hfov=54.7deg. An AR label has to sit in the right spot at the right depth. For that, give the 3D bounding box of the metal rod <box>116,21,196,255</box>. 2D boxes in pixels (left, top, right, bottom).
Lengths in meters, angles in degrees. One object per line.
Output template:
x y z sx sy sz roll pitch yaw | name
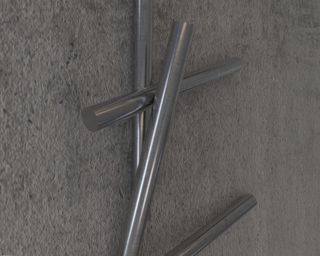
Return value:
-0.010 0.034 0.348 0.025 0.025 0.298 7 100 -40 | metal rod

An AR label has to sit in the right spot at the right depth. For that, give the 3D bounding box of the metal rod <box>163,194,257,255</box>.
0.052 0.159 0.431 0.302 0.025 0.025 -18 102 -44 | metal rod

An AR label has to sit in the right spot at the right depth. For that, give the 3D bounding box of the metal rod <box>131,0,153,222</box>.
-0.022 -0.036 0.385 0.025 0.025 0.298 1 90 -40 | metal rod

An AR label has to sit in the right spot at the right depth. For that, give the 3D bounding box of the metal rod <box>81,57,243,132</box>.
0.029 -0.056 0.403 0.302 0.025 0.025 -27 107 -45 | metal rod
